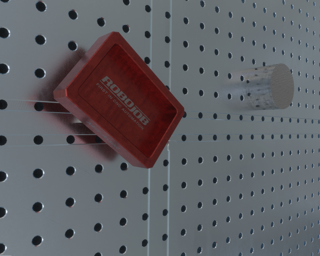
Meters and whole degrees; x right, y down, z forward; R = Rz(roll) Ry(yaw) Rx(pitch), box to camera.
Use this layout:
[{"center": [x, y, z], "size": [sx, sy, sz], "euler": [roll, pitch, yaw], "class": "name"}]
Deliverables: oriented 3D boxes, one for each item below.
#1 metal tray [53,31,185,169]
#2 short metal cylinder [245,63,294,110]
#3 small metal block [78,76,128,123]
[{"center": [-0.037, -0.027, 0.342], "size": [0.130, 0.030, 0.090], "euler": [46, 63, -30], "class": "metal tray"}, {"center": [0.199, -0.073, 0.560], "size": [0.081, 0.050, 0.079], "euler": [0, 90, -40], "class": "short metal cylinder"}, {"center": [-0.065, -0.031, 0.355], "size": [0.050, 0.025, 0.050], "euler": [-1, 91, -40], "class": "small metal block"}]
